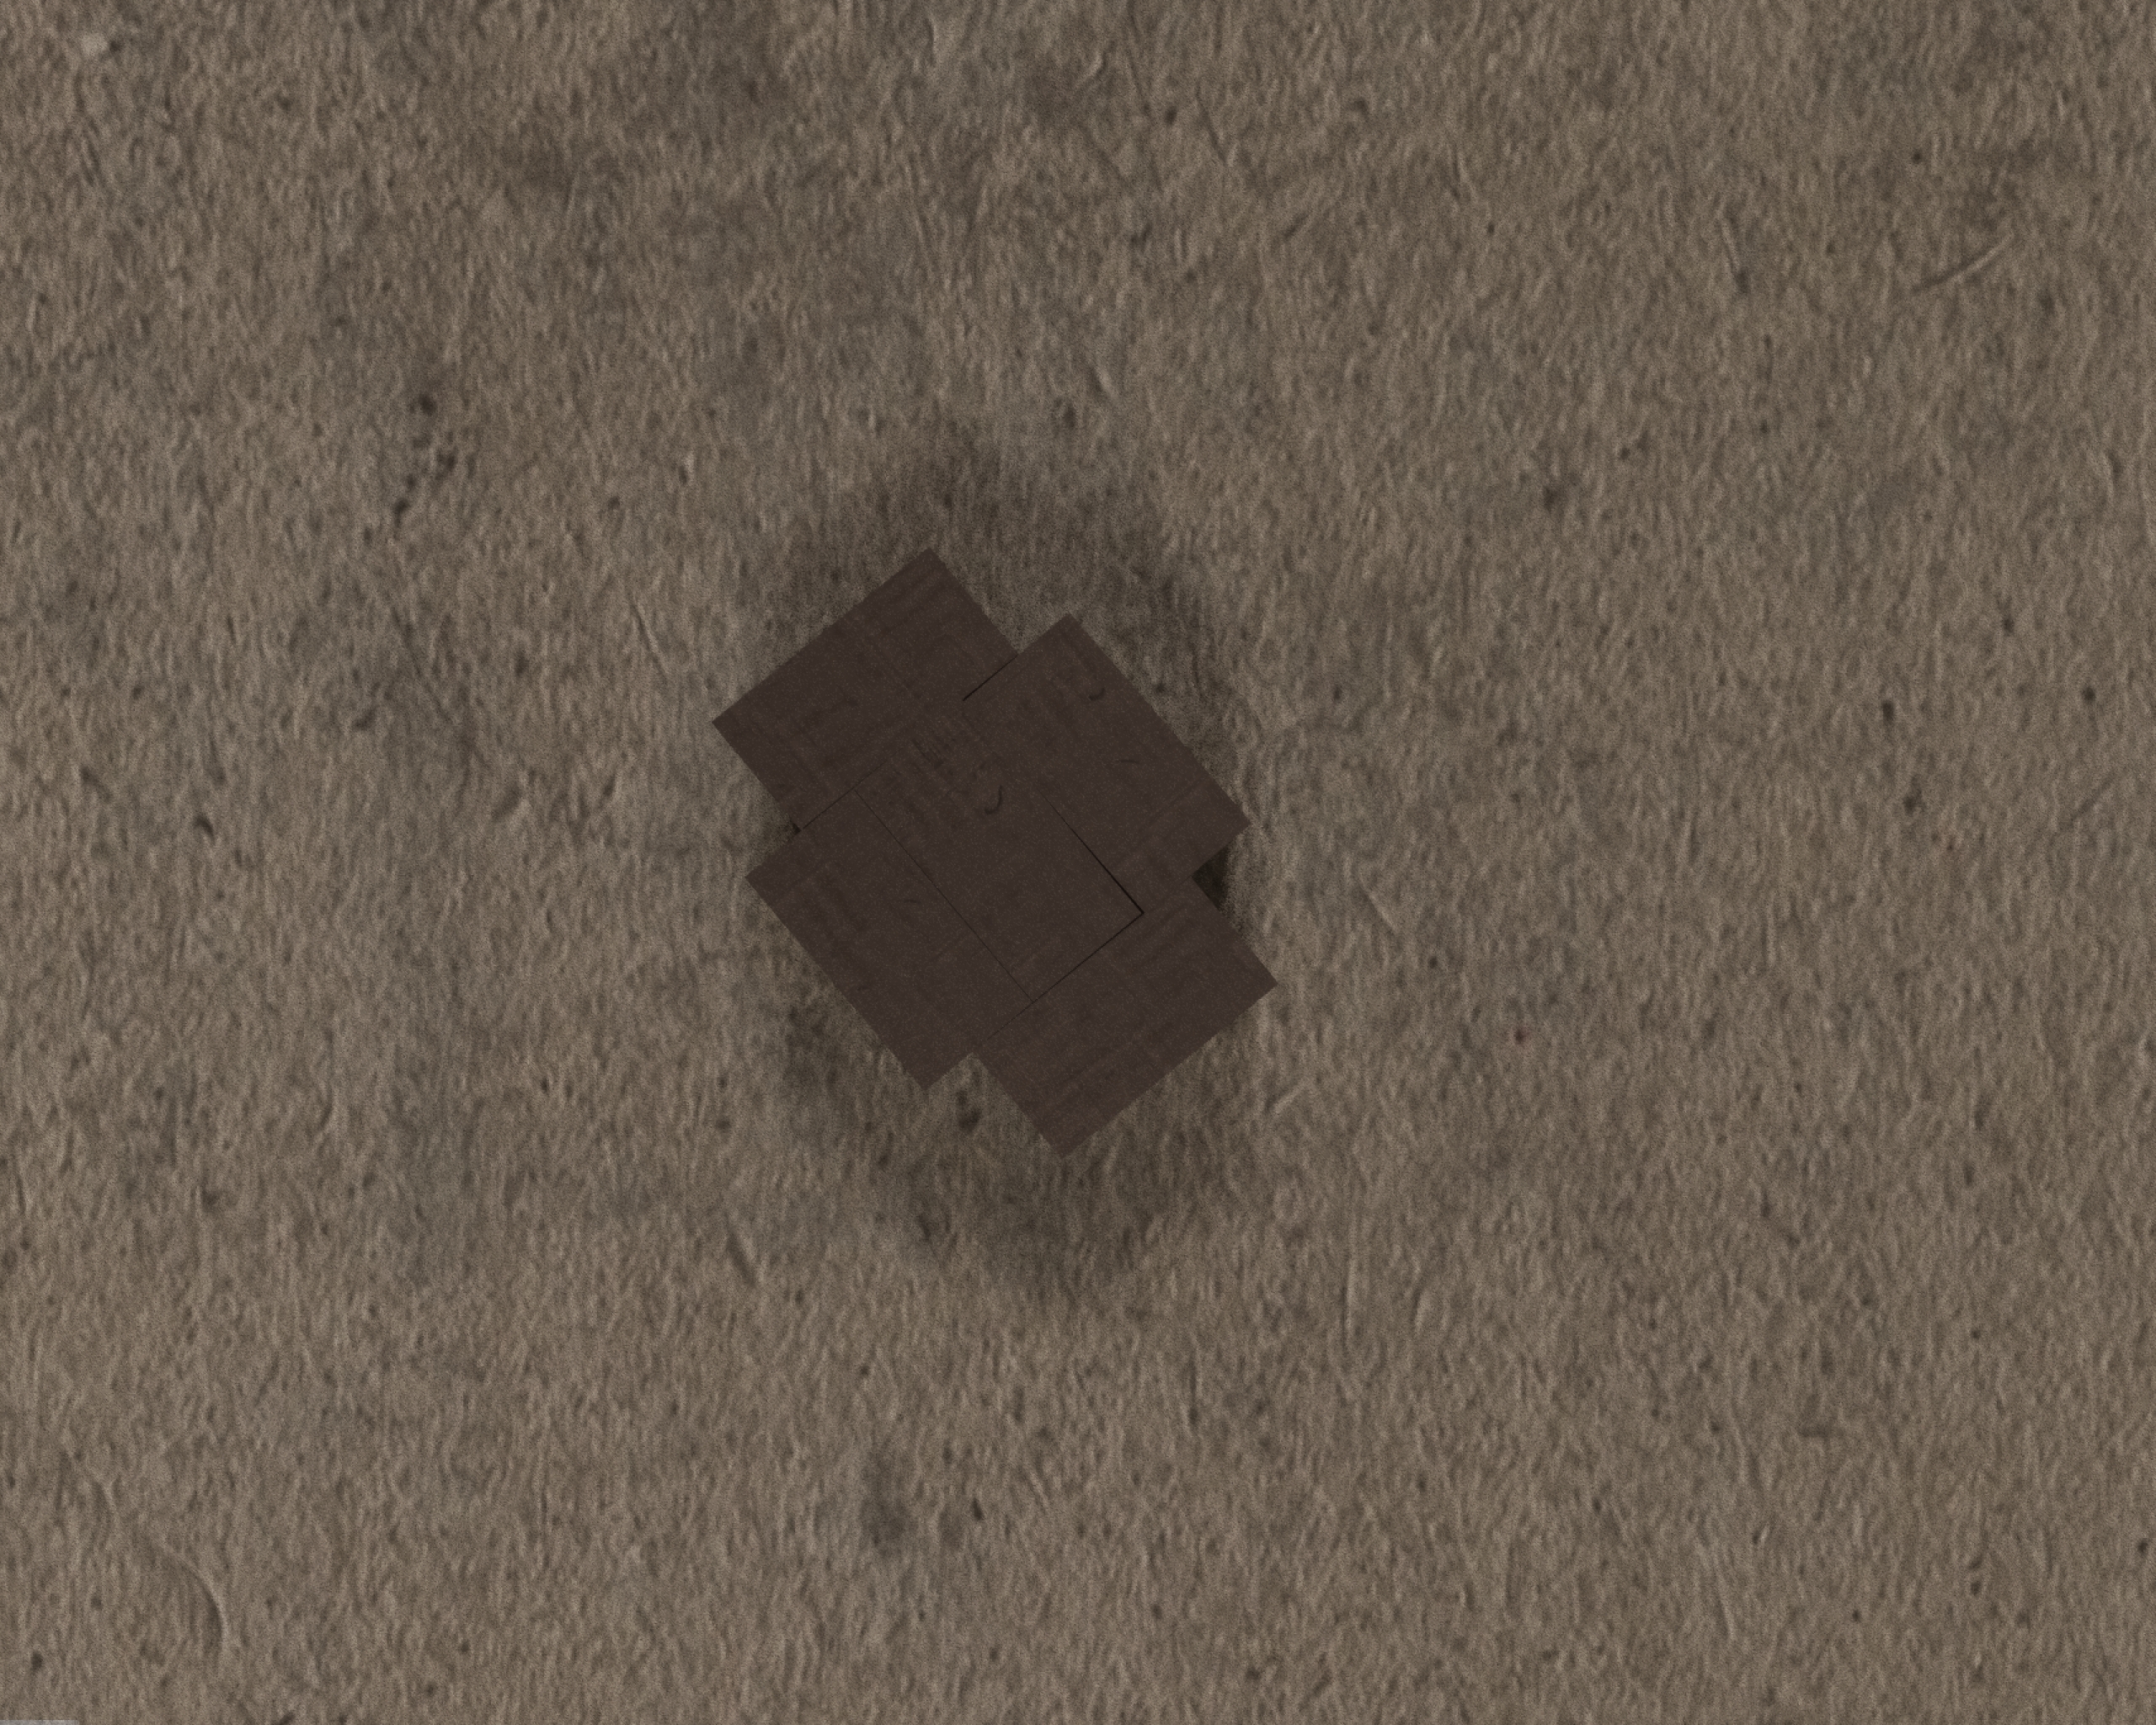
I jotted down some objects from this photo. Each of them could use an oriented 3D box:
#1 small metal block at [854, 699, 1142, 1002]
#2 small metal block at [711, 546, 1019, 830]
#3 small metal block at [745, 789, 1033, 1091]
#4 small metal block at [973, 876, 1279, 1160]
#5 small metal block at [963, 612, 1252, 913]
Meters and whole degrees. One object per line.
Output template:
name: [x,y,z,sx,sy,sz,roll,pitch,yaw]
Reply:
small metal block: [-0.014,-0.002,0.398,0.025,0.050,0.050,-40,91,0]
small metal block: [-0.038,-0.031,0.398,0.050,0.050,0.025,-39,90,0]
small metal block: [-0.034,0.014,0.398,0.025,0.050,0.050,-40,91,0]
small metal block: [0.009,0.028,0.398,0.050,0.050,0.025,-39,90,0]
small metal block: [0.005,-0.018,0.398,0.025,0.050,0.050,-41,91,0]
